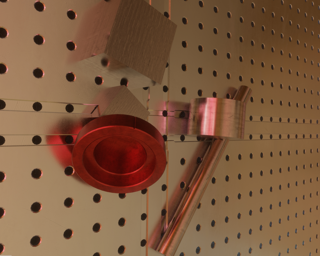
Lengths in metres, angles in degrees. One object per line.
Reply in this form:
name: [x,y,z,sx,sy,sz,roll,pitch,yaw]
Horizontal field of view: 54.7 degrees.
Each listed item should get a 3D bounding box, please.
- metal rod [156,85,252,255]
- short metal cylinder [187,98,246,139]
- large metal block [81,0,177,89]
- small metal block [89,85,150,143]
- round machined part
metal rod: [0.076,0.053,0.475,0.025,0.025,0.300,46,62,-31]
short metal cylinder: [0.081,-0.011,0.443,0.081,0.080,0.050,9,85,-40]
large metal block: [-0.034,-0.101,0.366,0.080,0.050,0.080,24,75,-38]
small metal block: [-0.047,-0.015,0.371,0.050,0.025,0.050,48,62,-30]
round machined part: [-0.043,0.024,0.340,0.098,0.098,0.042,47,23,-31]
